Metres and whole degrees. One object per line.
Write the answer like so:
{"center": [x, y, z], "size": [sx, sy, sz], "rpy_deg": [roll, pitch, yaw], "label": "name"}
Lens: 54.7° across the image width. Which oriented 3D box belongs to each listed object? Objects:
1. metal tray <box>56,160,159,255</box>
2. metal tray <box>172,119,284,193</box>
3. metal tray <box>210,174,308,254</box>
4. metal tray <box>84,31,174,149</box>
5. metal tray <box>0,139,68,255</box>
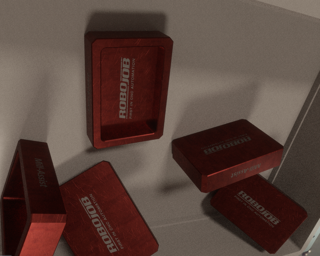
{"center": [-0.072, 0.117, 0.389], "size": [0.090, 0.030, 0.130], "rpy_deg": [-31, 87, -9], "label": "metal tray"}
{"center": [0.094, 0.034, 0.441], "size": [0.131, 0.090, 0.030], "rpy_deg": [-16, 125, -20], "label": "metal tray"}
{"center": [0.163, 0.132, 0.520], "size": [0.090, 0.130, 0.030], "rpy_deg": [-54, 167, 9], "label": "metal tray"}
{"center": [-0.037, -0.043, 0.359], "size": [0.091, 0.030, 0.129], "rpy_deg": [-9, 122, -24], "label": "metal tray"}
{"center": [-0.135, 0.082, 0.318], "size": [0.030, 0.130, 0.089], "rpy_deg": [13, 112, -34], "label": "metal tray"}
